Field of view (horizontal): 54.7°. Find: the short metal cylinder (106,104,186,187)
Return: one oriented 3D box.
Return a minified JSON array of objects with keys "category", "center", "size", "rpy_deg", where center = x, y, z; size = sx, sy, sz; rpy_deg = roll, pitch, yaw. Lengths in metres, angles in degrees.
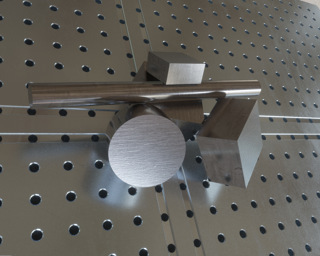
[{"category":"short metal cylinder","center":[-0.018,0.017,0.340],"size":[0.081,0.080,0.050],"rpy_deg":[18,12,-18]}]

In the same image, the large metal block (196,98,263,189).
[{"category":"large metal block","center":[0.093,0.017,0.400],"size":[0.080,0.050,0.080],"rpy_deg":[-53,137,-39]}]

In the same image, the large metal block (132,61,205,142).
[{"category":"large metal block","center":[0.008,-0.033,0.412],"size":[0.081,0.050,0.080],"rpy_deg":[10,57,-23]}]

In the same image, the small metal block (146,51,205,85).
[{"category":"small metal block","center":[0.018,-0.074,0.379],"size":[0.050,0.025,0.050],"rpy_deg":[-6,30,-31]}]

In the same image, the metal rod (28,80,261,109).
[{"category":"metal rod","center":[0.007,-0.044,0.370],"size":[0.303,0.025,0.025],"rpy_deg":[-6,65,-31]}]
